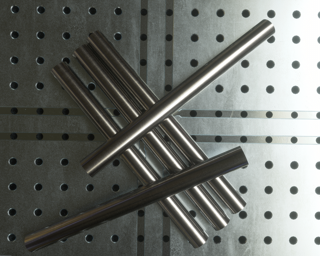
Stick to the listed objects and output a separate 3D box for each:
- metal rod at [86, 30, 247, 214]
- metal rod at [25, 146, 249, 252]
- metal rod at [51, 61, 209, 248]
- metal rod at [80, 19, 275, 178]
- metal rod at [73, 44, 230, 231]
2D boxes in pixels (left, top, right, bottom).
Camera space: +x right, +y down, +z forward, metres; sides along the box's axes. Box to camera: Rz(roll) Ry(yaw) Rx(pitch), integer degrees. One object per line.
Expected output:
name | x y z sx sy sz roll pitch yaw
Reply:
metal rod | 0.009 -0.008 0.413 0.025 0.025 0.300 -40 91 0
metal rod | -0.035 0.093 0.392 0.301 0.025 0.025 -24 90 8
metal rod | -0.040 0.036 0.413 0.025 0.025 0.300 -39 91 0
metal rod | 0.028 -0.043 0.393 0.301 0.025 0.025 -38 90 -8
metal rod | -0.011 0.013 0.413 0.025 0.025 0.300 -39 91 0
